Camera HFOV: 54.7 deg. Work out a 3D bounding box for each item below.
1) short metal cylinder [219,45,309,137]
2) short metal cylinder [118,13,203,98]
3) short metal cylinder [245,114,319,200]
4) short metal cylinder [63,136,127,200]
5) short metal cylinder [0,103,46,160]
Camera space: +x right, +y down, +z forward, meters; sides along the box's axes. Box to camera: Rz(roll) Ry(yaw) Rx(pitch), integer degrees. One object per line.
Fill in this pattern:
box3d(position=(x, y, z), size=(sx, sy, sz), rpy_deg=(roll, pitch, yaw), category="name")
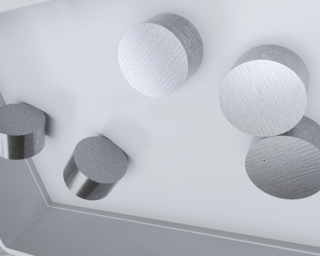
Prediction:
box3d(position=(0.106, -0.038, 0.313), size=(0.080, 0.050, 0.079), rpy_deg=(13, 124, 20), category="short metal cylinder")
box3d(position=(0.002, -0.080, 0.341), size=(0.080, 0.050, 0.079), rpy_deg=(13, 124, 20), category="short metal cylinder")
box3d(position=(0.139, 0.030, 0.338), size=(0.080, 0.050, 0.079), rpy_deg=(13, 124, 20), category="short metal cylinder")
box3d(position=(-0.096, 0.059, 0.458), size=(0.080, 0.080, 0.050), rpy_deg=(39, 129, 1), category="short metal cylinder")
box3d(position=(-0.225, 0.004, 0.492), size=(0.080, 0.080, 0.050), rpy_deg=(26, 127, 12), category="short metal cylinder")
